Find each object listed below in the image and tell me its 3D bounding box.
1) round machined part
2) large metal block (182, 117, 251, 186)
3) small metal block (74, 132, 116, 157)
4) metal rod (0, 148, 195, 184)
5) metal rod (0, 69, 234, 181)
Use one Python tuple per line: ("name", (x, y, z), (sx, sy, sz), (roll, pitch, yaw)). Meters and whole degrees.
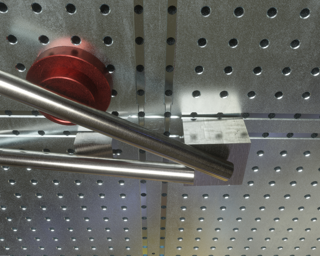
("round machined part", (-0.107, -0.041, 0.363), (0.099, 0.042, 0.097), (-1, 130, 0))
("large metal block", (0.072, 0.033, 0.421), (0.081, 0.050, 0.079), (-2, 130, 1))
("small metal block", (-0.090, 0.032, 0.438), (0.050, 0.025, 0.050), (0, 130, 0))
("metal rod", (-0.105, 0.049, 0.415), (0.301, 0.025, 0.025), (4, 131, 10))
("metal rod", (-0.050, -0.001, 0.347), (0.302, 0.025, 0.025), (22, 127, -15))
